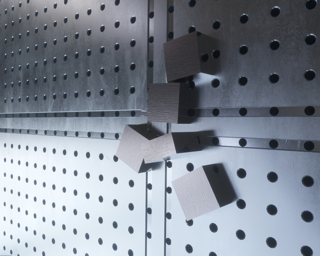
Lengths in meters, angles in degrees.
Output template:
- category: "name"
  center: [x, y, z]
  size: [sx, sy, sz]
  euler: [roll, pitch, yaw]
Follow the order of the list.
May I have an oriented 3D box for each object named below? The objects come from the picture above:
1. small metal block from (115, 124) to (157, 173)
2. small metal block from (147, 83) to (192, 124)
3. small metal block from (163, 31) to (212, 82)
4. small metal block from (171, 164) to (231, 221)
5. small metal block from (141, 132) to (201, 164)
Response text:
- category: "small metal block"
  center: [-0.031, 0.028, 0.436]
  size: [0.050, 0.025, 0.050]
  euler: [32, 110, 35]
- category: "small metal block"
  center: [0.012, -0.032, 0.401]
  size: [0.050, 0.025, 0.050]
  euler: [6, 94, 40]
- category: "small metal block"
  center: [0.034, -0.085, 0.383]
  size: [0.050, 0.025, 0.050]
  euler: [-10, 84, 39]
- category: "small metal block"
  center: [0.048, 0.077, 0.371]
  size: [0.050, 0.025, 0.050]
  euler: [-35, 69, 34]
- category: "small metal block"
  center: [0.013, 0.024, 0.383]
  size: [0.050, 0.050, 0.025]
  euler: [-22, 76, 38]
